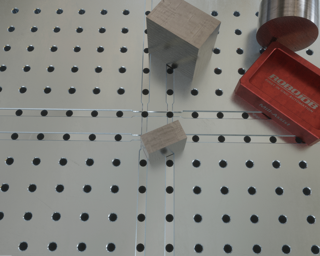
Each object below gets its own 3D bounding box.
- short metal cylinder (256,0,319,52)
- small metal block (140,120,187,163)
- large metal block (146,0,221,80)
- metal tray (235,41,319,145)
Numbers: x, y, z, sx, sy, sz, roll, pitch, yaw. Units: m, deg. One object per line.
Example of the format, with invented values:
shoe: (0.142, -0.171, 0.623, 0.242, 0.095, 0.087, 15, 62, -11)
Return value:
short metal cylinder: (0.180, -0.151, 0.439, 0.080, 0.080, 0.050, 10, 70, 3)
small metal block: (0.004, 0.019, 0.392, 0.050, 0.050, 0.025, -23, 72, -8)
large metal block: (0.030, -0.124, 0.428, 0.080, 0.080, 0.050, 35, 74, 11)
metal tray: (0.183, -0.050, 0.428, 0.130, 0.030, 0.090, 39, 74, 13)
